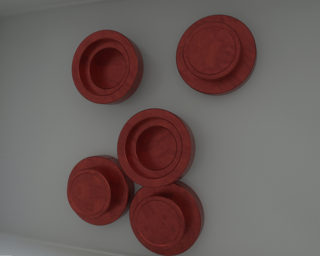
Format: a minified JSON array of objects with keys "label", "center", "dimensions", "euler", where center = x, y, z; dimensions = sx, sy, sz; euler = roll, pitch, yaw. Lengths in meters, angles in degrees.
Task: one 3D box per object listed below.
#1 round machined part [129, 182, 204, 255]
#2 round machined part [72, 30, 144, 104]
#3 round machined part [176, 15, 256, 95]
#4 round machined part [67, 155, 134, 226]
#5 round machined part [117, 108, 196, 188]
[{"label":"round machined part","center":[0.004,0.117,0.400],"dimensions":[0.098,0.042,0.097],"euler":[0,90,20]},{"label":"round machined part","center":[-0.067,-0.080,0.425],"dimensions":[0.098,0.042,0.097],"euler":[0,90,20]},{"label":"round machined part","center":[0.066,-0.090,0.378],"dimensions":[0.098,0.042,0.097],"euler":[0,90,20]},{"label":"round machined part","center":[-0.089,0.088,0.433],"dimensions":[0.098,0.042,0.097],"euler":[0,90,20]},{"label":"round machined part","center":[-0.002,0.026,0.398],"dimensions":[0.098,0.042,0.097],"euler":[-2,83,21]}]
